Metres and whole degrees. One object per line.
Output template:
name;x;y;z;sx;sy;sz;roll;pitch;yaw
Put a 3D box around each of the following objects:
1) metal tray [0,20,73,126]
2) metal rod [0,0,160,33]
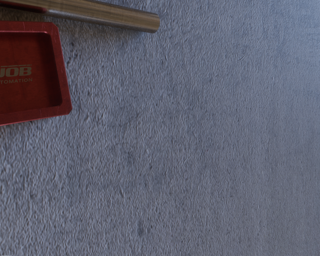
metal tray;-0.151;-0.046;0.274;0.131;0.030;0.089;-14;99;-39
metal rod;-0.124;-0.124;0.300;0.302;0.025;0.025;-5;94;-40
